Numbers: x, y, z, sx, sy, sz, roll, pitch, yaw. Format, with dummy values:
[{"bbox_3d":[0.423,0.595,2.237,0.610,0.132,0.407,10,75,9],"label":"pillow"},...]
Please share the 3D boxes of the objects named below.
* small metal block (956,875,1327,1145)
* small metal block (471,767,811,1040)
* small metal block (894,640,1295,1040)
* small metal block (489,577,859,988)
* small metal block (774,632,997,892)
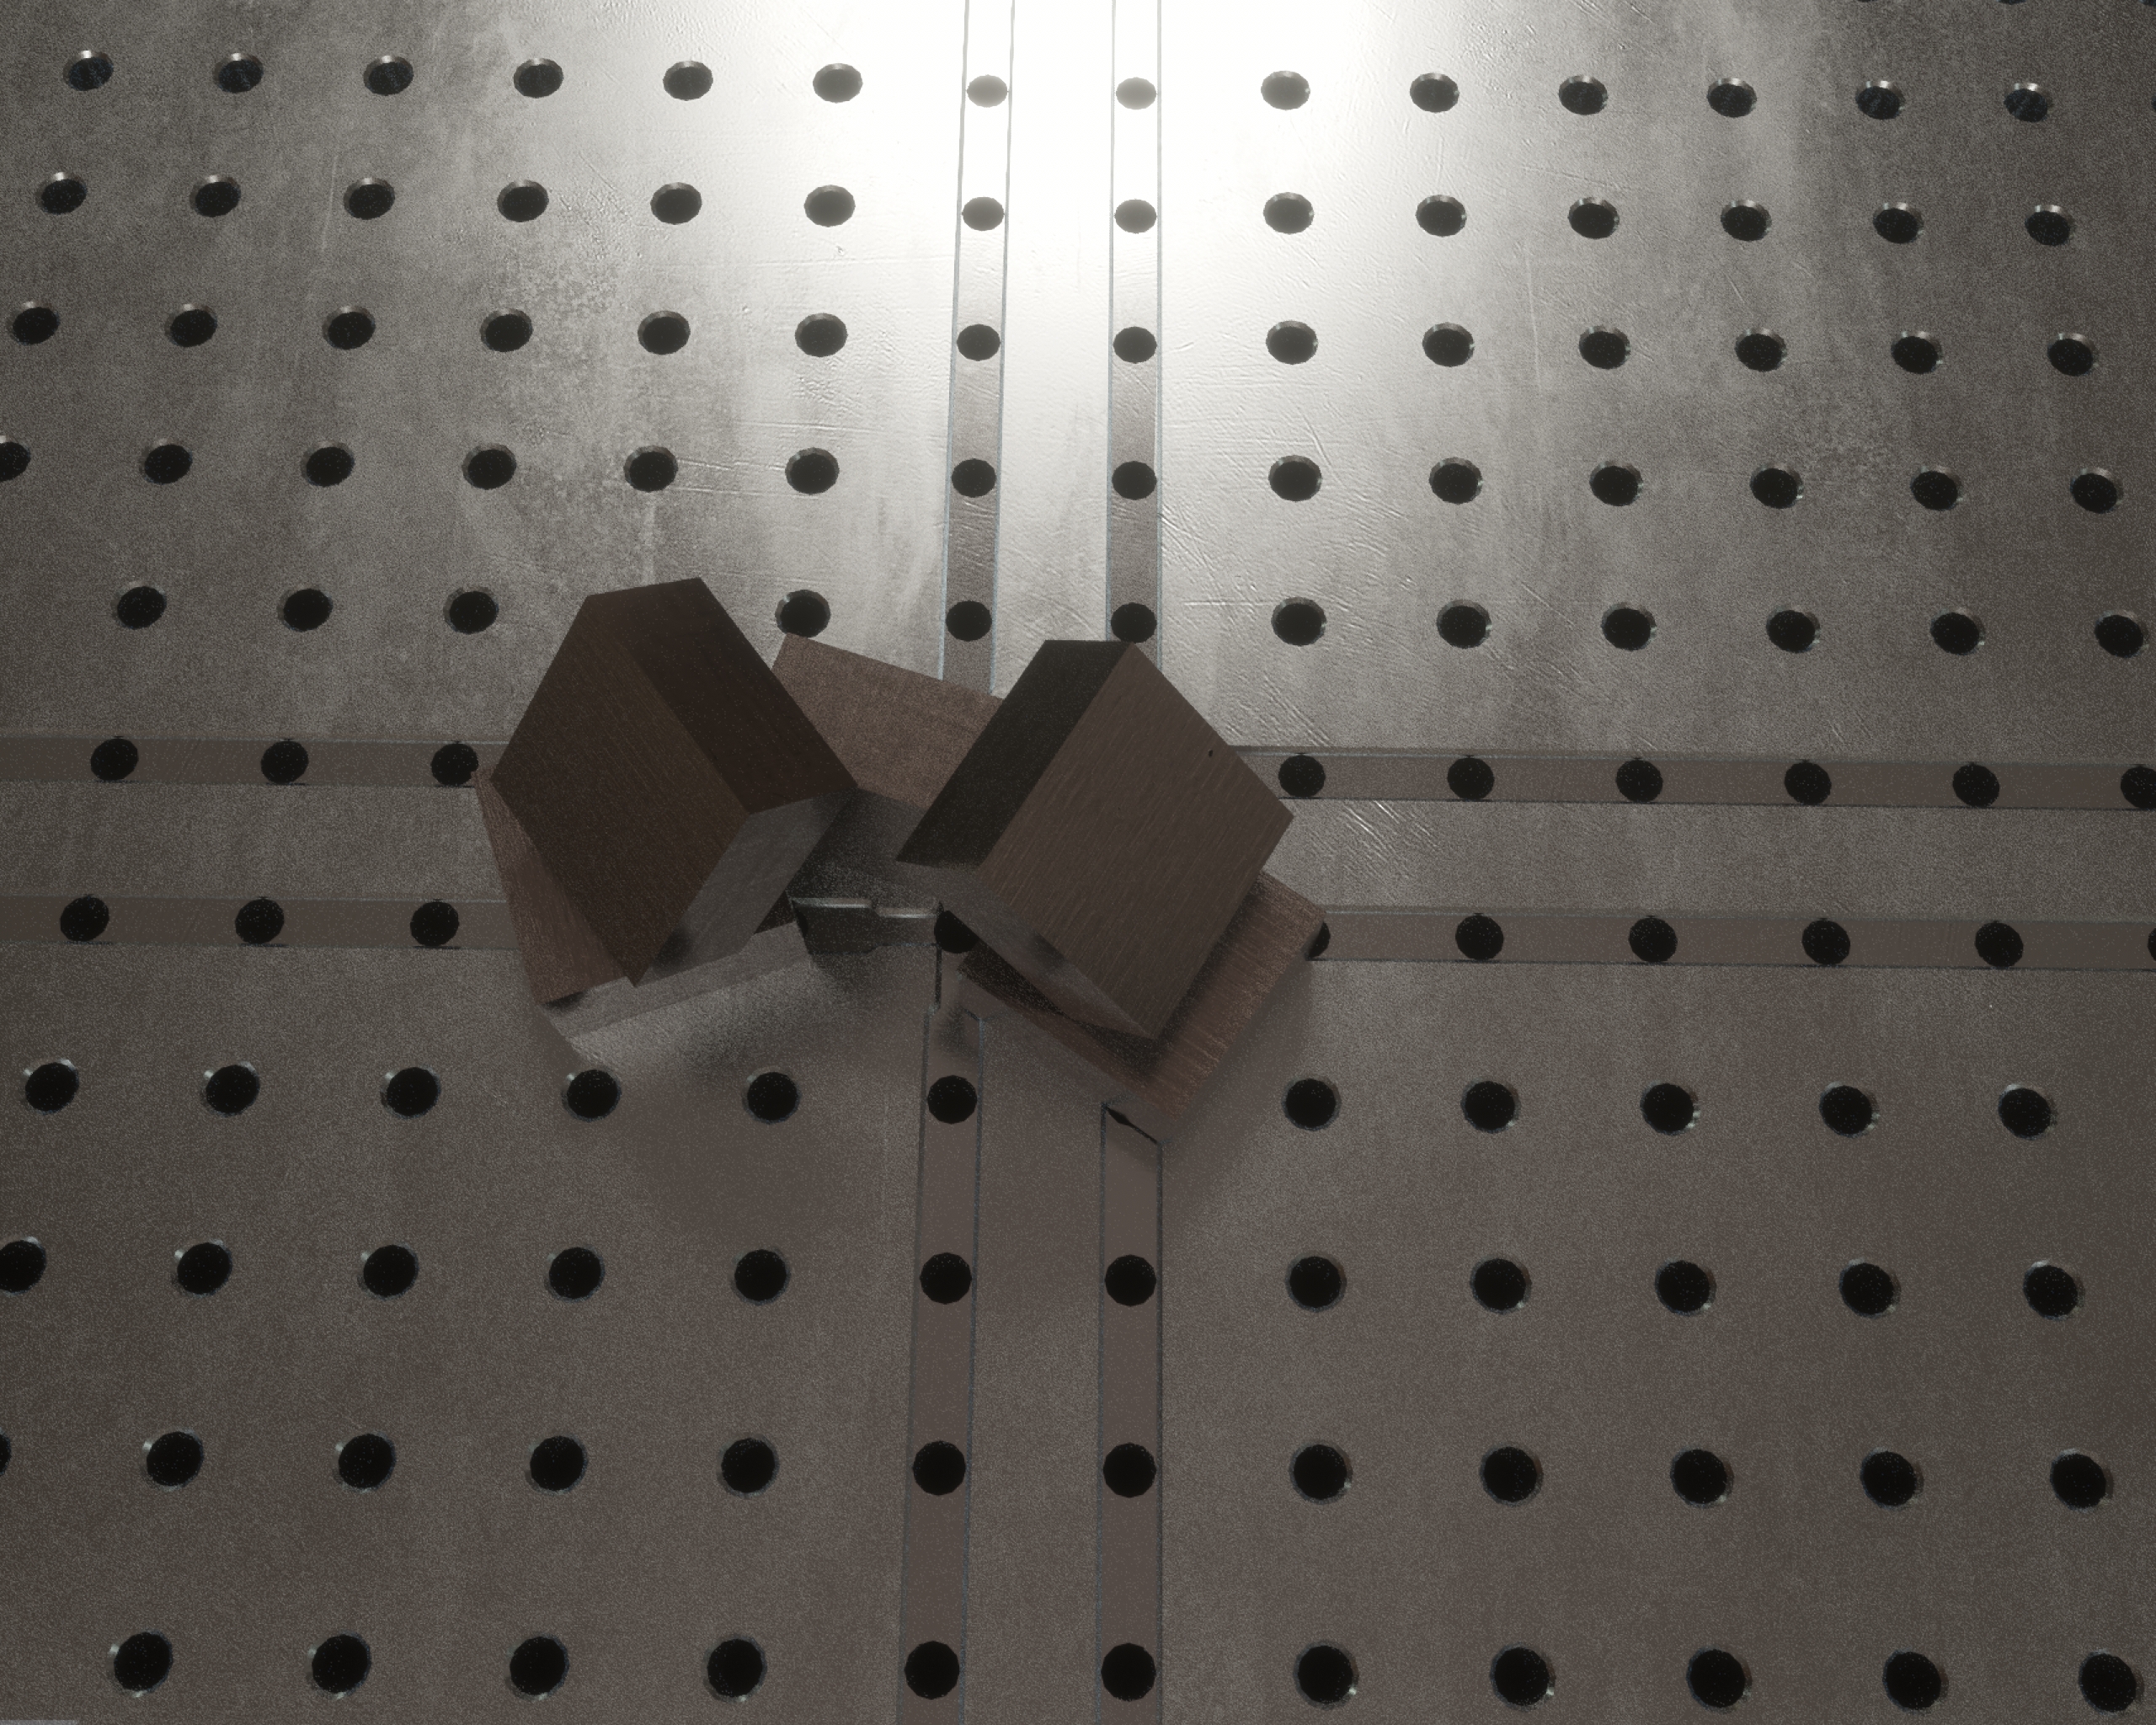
[{"bbox_3d":[0.012,0.019,0.405,0.050,0.025,0.050,34,73,11],"label":"small metal block"},{"bbox_3d":[-0.086,0.001,0.411,0.050,0.025,0.050,-18,71,-7],"label":"small metal block"},{"bbox_3d":[0.004,-0.004,0.372,0.050,0.025,0.050,44,69,-32],"label":"small metal block"},{"bbox_3d":[-0.073,-0.014,0.373,0.025,0.050,0.050,-20,66,-48],"label":"small metal block"},{"bbox_3d":[-0.034,-0.016,0.404,0.050,0.050,0.025,18,71,6],"label":"small metal block"}]
